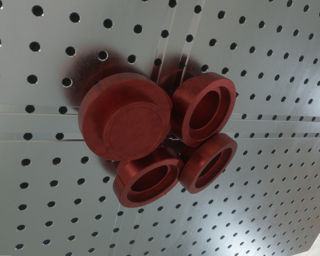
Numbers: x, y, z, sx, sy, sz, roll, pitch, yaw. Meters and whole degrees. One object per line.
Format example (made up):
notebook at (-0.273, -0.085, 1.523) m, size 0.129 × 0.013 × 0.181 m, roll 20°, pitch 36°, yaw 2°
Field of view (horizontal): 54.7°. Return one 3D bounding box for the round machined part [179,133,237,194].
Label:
round machined part at (0.063, 0.045, 0.449) m, size 0.099 × 0.042 × 0.097 m, roll -35°, pitch 150°, yaw -24°

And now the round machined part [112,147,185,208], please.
round machined part at (-0.019, 0.060, 0.417) m, size 0.099 × 0.042 × 0.097 m, roll -24°, pitch 144°, yaw -18°

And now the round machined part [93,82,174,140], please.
round machined part at (-0.036, -0.016, 0.371) m, size 0.099 × 0.042 × 0.097 m, roll -14°, pitch 125°, yaw -21°

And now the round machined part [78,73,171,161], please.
round machined part at (-0.032, -0.005, 0.326) m, size 0.099 × 0.042 × 0.097 m, roll -14°, pitch 125°, yaw -21°

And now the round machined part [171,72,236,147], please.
round machined part at (0.050, -0.027, 0.401) m, size 0.099 × 0.042 × 0.097 m, roll -28°, pitch 136°, yaw -30°
